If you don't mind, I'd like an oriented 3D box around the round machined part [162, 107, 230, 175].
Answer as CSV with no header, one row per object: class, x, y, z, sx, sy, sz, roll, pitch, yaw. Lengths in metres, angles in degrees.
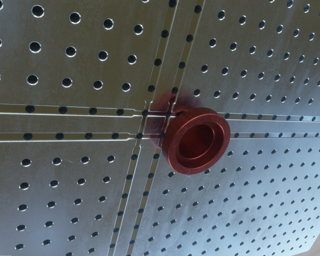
round machined part,0.046,0.014,0.437,0.099,0.042,0.097,-14,125,-21
